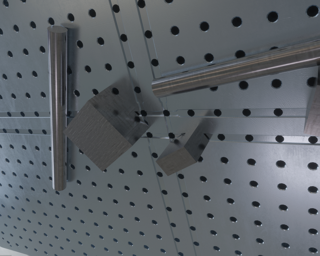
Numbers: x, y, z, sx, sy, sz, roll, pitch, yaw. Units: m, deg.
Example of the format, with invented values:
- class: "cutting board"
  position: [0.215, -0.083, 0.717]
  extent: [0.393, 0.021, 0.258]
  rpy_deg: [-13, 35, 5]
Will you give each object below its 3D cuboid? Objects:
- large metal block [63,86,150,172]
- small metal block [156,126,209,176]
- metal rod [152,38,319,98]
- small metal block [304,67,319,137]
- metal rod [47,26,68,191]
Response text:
- class: "large metal block"
  position: [-0.076, 0.002, 0.437]
  extent: [0.080, 0.050, 0.080]
  rpy_deg: [46, 129, -4]
- class: "small metal block"
  position: [0.029, 0.030, 0.398]
  extent: [0.050, 0.050, 0.025]
  rpy_deg: [-32, 100, 38]
- class: "metal rod"
  position: [0.124, -0.067, 0.304]
  extent: [0.300, 0.025, 0.025]
  rpy_deg: [-8, 114, 31]
- class: "small metal block"
  position: [0.158, -0.025, 0.296]
  extent: [0.025, 0.050, 0.050]
  rpy_deg: [13, 124, 21]
- class: "metal rod"
  position: [-0.160, -0.010, 0.488]
  extent: [0.025, 0.025, 0.298]
  rpy_deg: [23, 127, 14]
